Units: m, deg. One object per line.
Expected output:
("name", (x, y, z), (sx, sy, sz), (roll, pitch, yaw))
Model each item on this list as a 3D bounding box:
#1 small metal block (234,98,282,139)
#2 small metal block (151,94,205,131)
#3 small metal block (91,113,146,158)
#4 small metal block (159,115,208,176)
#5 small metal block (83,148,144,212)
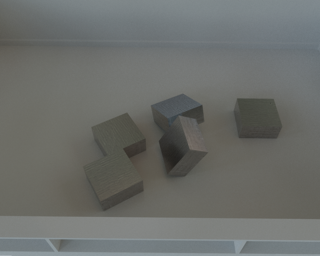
("small metal block", (0.131, -0.013, 0.418), (0.050, 0.025, 0.050), (1, 50, 0))
("small metal block", (0.023, -0.019, 0.410), (0.050, 0.025, 0.050), (-22, 31, -18))
("small metal block", (-0.052, 0.014, 0.393), (0.050, 0.025, 0.050), (-24, 54, -19))
("small metal block", (0.026, 0.022, 0.367), (0.025, 0.050, 0.050), (11, 45, -29))
("small metal block", (-0.053, 0.058, 0.355), (0.050, 0.025, 0.050), (-24, 55, -19))
